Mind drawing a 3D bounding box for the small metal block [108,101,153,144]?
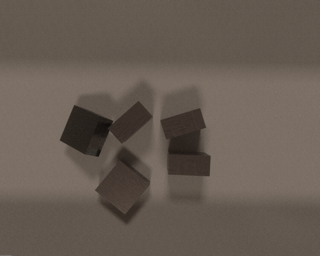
[{"bbox_3d":[-0.036,-0.007,0.398,0.050,0.050,0.025,-42,91,0],"label":"small metal block"}]

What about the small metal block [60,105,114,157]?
[{"bbox_3d":[-0.095,0.003,0.399,0.050,0.025,0.050,22,90,32],"label":"small metal block"}]

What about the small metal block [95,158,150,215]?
[{"bbox_3d":[-0.048,0.077,0.411,0.050,0.025,0.050,39,90,-1],"label":"small metal block"}]

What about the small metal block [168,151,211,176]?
[{"bbox_3d":[0.036,0.045,0.399,0.050,0.050,0.025,3,90,-1],"label":"small metal block"}]

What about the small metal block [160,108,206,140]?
[{"bbox_3d":[0.028,-0.005,0.399,0.050,0.050,0.025,-17,90,0],"label":"small metal block"}]
